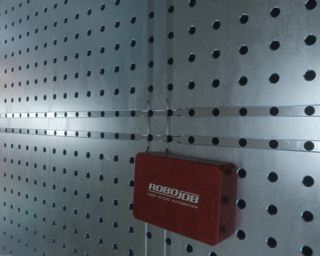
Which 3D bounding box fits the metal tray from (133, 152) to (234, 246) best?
[{"bbox_3d":[0.024,0.081,0.387,0.130,0.030,0.090,5,93,40],"label":"metal tray"}]
